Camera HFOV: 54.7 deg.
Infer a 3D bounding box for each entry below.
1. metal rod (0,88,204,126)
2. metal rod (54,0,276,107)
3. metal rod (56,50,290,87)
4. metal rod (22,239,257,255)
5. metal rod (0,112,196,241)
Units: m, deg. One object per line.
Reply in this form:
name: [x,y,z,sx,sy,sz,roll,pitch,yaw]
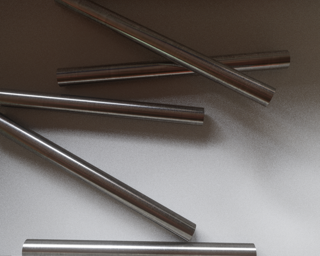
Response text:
metal rod: [-0.093,-0.029,0.410,0.302,0.025,0.025,5,90,0]
metal rod: [0.000,-0.105,0.391,0.301,0.025,0.025,27,90,7]
metal rod: [0.018,-0.079,0.411,0.302,0.025,0.025,-5,90,0]
metal rod: [-0.026,0.163,0.411,0.302,0.025,0.025,1,90,0]
metal rod: [-0.089,0.064,0.410,0.301,0.025,0.025,30,90,0]
